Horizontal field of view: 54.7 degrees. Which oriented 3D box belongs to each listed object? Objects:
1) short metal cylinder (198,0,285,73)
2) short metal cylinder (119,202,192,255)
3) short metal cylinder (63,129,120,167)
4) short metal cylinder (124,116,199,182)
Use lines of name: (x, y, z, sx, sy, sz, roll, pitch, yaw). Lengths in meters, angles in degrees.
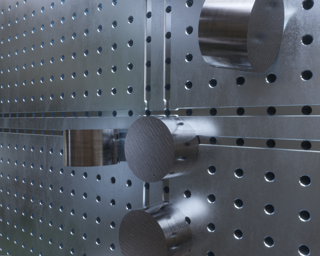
short metal cylinder: (0.082, -0.097, 0.305, 0.050, 0.081, 0.079, 17, 101, 38)
short metal cylinder: (-0.007, 0.140, 0.397, 0.080, 0.050, 0.079, 0, 90, 39)
short metal cylinder: (-0.099, 0.027, 0.453, 0.080, 0.081, 0.050, -2, 89, 39)
short metal cylinder: (0.002, 0.025, 0.390, 0.080, 0.050, 0.079, 0, 90, 39)
